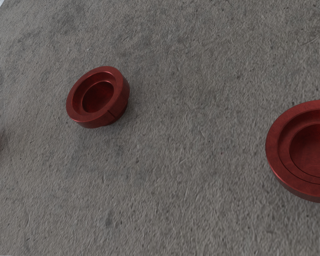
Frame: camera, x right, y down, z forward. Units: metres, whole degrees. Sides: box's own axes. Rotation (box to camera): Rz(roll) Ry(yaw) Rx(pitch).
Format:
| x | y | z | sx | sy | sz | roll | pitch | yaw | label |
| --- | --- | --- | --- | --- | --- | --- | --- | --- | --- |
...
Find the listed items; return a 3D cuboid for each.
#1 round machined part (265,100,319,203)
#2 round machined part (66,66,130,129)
| x | y | z | sx | sy | sz | roll | pitch | yaw | label |
| --- | --- | --- | --- | --- | --- | --- | --- | --- | --- |
| 0.155 | 0.025 | 0.296 | 0.098 | 0.042 | 0.098 | -13 | 56 | 21 | round machined part |
| -0.088 | -0.041 | 0.465 | 0.098 | 0.042 | 0.098 | -13 | 56 | 21 | round machined part |
